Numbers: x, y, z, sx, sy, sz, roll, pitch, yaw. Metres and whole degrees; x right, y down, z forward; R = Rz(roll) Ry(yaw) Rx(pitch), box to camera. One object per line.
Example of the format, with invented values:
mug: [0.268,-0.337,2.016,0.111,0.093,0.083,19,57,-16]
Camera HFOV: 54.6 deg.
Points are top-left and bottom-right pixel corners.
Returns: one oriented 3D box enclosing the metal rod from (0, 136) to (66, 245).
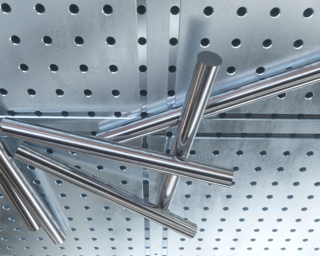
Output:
metal rod: [-0.208,0.102,0.485,0.025,0.025,0.299,-5,133,4]

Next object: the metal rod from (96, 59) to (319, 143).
metal rod: [0.058,-0.026,0.389,0.301,0.025,0.025,-18,128,14]

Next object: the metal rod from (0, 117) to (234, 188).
metal rod: [-0.058,0.030,0.398,0.301,0.025,0.025,13,130,4]

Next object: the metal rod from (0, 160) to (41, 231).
metal rod: [-0.238,0.062,0.461,0.025,0.025,0.298,-4,130,3]

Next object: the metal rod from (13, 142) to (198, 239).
metal rod: [-0.072,0.101,0.475,0.301,0.025,0.025,29,125,-15]

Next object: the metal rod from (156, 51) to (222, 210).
metal rod: [0.026,0.031,0.411,0.025,0.025,0.298,6,138,-6]
